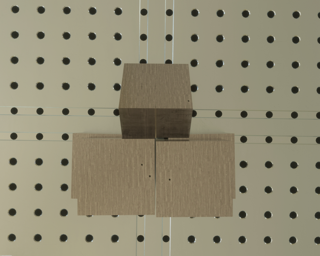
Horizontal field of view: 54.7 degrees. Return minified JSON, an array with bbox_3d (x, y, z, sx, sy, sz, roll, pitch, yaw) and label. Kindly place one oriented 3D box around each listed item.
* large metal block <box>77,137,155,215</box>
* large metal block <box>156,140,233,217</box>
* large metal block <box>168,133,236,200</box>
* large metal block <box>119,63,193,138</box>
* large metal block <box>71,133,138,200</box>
[{"bbox_3d":[-0.046,0.051,0.347,0.081,0.050,0.079,0,90,-1],"label":"large metal block"},{"bbox_3d":[0.036,0.053,0.349,0.081,0.050,0.079,0,90,-1],"label":"large metal block"},{"bbox_3d":[0.051,0.047,0.401,0.081,0.050,0.079,-1,90,-1],"label":"large metal block"},{"bbox_3d":[-0.005,-0.035,0.380,0.081,0.050,0.080,0,48,-1],"label":"large metal block"},{"bbox_3d":[-0.067,0.047,0.401,0.081,0.050,0.079,2,90,-1],"label":"large metal block"}]
